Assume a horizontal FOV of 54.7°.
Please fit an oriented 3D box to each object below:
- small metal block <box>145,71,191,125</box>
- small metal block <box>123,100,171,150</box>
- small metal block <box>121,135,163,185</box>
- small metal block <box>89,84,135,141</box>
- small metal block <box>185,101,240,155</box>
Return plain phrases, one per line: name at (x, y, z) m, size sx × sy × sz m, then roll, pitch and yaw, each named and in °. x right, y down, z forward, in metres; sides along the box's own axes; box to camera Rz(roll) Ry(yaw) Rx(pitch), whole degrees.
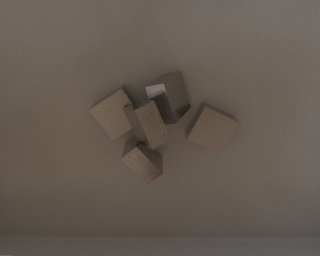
small metal block at (0.012, -0.037, 0.381) m, size 0.025 × 0.050 × 0.050 m, roll -6°, pitch 113°, yaw 31°
small metal block at (-0.017, -0.005, 0.369) m, size 0.025 × 0.050 × 0.050 m, roll -28°, pitch 105°, yaw -17°
small metal block at (-0.022, 0.039, 0.412) m, size 0.025 × 0.050 × 0.050 m, roll -39°, pitch 106°, yaw 13°
small metal block at (-0.055, -0.020, 0.403) m, size 0.050 × 0.025 × 0.050 m, roll -32°, pitch 108°, yaw 10°
small metal block at (0.068, 0.000, 0.412) m, size 0.050 × 0.025 × 0.050 m, roll 25°, pitch 108°, yaw -9°
